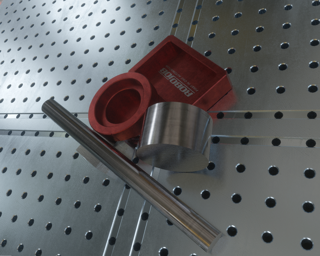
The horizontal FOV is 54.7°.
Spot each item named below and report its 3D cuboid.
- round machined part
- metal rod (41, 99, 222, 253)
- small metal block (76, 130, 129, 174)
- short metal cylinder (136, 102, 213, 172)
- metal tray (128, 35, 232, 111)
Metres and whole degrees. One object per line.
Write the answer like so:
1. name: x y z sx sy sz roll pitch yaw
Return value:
1. round machined part: -0.046 -0.025 0.425 0.098 0.042 0.098 -14 55 22
2. metal rod: -0.054 0.042 0.383 0.300 0.025 0.025 34 81 29
3. small metal block: -0.080 0.028 0.432 0.050 0.025 0.050 32 79 37
4. short metal cylinder: 0.018 0.013 0.353 0.080 0.080 0.050 -4 60 26
5. metal tray: 0.023 -0.068 0.432 0.090 0.030 0.130 -42 51 -2
